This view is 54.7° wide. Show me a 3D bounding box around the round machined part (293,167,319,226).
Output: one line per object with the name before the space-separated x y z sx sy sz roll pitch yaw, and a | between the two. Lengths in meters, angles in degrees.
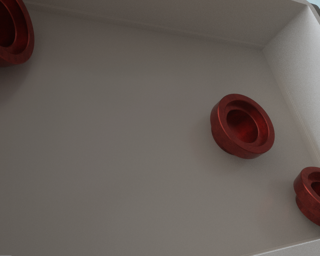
round machined part | 0.237 0.105 0.444 0.099 0.042 0.098 14 34 -10

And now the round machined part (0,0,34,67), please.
round machined part | -0.187 -0.115 0.341 0.042 0.098 0.098 -9 59 12

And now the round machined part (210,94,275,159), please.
round machined part | 0.115 0.001 0.456 0.099 0.042 0.098 14 56 -21
